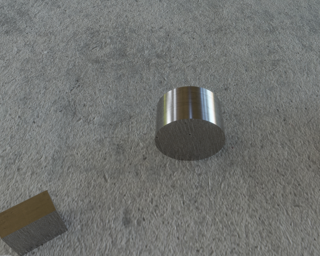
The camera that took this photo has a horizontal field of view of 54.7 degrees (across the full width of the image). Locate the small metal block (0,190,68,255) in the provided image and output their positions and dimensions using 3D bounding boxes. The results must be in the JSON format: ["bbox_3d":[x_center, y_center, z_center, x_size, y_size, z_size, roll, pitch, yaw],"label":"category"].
[{"bbox_3d":[-0.125,0.095,0.306,0.050,0.050,0.025,-26,55,-20],"label":"small metal block"}]

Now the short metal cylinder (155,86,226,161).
[{"bbox_3d":[0.035,-0.004,0.371,0.080,0.080,0.050,1,50,1],"label":"short metal cylinder"}]
